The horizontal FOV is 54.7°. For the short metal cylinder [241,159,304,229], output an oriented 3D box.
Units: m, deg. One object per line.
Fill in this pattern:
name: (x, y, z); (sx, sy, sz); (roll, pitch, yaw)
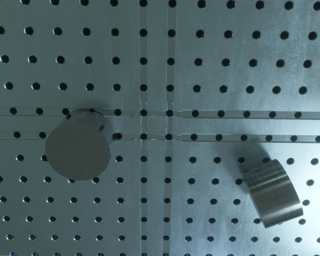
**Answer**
short metal cylinder: (0.149, 0.088, 0.418); (0.050, 0.080, 0.080); (-23, 109, 8)

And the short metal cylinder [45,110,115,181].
short metal cylinder: (-0.102, 0.022, 0.407); (0.081, 0.050, 0.079); (0, 110, 0)
